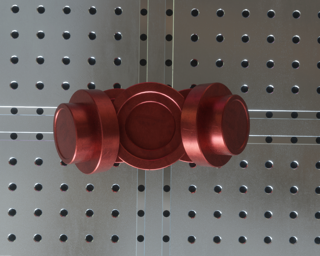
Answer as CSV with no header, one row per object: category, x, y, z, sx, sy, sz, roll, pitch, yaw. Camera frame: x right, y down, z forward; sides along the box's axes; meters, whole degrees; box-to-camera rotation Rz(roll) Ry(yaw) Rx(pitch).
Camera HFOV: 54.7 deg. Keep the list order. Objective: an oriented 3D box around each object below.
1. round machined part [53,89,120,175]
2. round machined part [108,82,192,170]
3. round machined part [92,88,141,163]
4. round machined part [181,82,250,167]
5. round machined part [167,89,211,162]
round machined part,-0.089,0.005,0.353,0.042,0.098,0.097,-6,90,-38
round machined part,-0.011,-0.002,0.362,0.099,0.042,0.097,0,90,-1
round machined part,-0.055,-0.003,0.404,0.099,0.042,0.097,0,90,-1
round machined part,0.069,-0.004,0.355,0.042,0.099,0.097,0,90,40
round machined part,0.043,-0.003,0.405,0.099,0.042,0.097,0,90,-1
